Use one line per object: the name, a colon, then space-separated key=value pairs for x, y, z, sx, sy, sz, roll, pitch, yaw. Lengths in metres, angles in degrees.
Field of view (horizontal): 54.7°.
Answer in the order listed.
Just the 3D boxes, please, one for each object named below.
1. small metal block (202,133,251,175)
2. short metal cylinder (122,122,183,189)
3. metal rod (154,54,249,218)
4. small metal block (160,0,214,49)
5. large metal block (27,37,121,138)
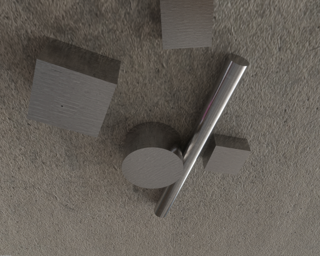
small metal block: x=0.093 y=0.038 z=0.441 sx=0.050 sy=0.025 sz=0.050 roll=10 pitch=130 yaw=-9
short metal cylinder: x=-0.010 y=0.038 z=0.423 sx=0.081 sy=0.050 sz=0.079 roll=0 pitch=130 yaw=0
metal rod: x=0.044 y=0.033 z=0.436 sx=0.025 sy=0.025 sz=0.298 roll=13 pitch=129 yaw=-11
small metal block: x=0.027 y=-0.110 z=0.314 sx=0.050 sy=0.025 sz=0.050 roll=-3 pitch=130 yaw=2
large metal block: x=-0.097 y=-0.044 z=0.352 sx=0.081 sy=0.050 sz=0.079 roll=17 pitch=128 yaw=-14
